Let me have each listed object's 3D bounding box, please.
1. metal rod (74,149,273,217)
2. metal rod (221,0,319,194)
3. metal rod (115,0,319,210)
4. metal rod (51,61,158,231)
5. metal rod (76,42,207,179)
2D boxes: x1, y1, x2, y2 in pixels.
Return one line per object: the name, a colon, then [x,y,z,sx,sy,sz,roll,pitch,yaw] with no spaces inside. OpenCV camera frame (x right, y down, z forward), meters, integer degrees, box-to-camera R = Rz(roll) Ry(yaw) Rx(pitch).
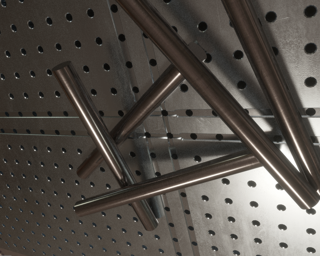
metal rod: [0.005,0.076,0.418,0.300,0.025,0.025,-21,108,24]
metal rod: [0.115,-0.050,0.319,0.025,0.025,0.299,-19,109,35]
metal rod: [0.064,-0.028,0.326,0.300,0.025,0.025,47,129,-6]
metal rod: [-0.065,0.044,0.441,0.025,0.025,0.299,-4,126,29]
metal rod: [-0.044,-0.004,0.429,0.025,0.025,0.299,44,129,-3]
